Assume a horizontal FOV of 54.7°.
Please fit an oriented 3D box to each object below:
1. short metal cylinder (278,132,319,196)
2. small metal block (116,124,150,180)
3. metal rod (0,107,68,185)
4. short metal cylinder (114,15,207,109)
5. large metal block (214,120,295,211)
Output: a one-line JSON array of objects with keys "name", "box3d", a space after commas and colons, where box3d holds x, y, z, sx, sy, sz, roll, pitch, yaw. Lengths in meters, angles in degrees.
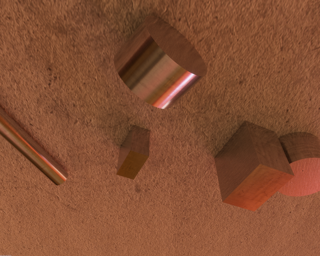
[{"name": "short metal cylinder", "box3d": [0.195, 0.052, 0.437, 0.081, 0.050, 0.079, 0, 130, 0]}, {"name": "small metal block", "box3d": [-0.036, 0.032, 0.418, 0.025, 0.050, 0.050, 20, 127, -17]}, {"name": "metal rod", "box3d": [-0.215, -0.025, 0.383, 0.025, 0.025, 0.299, -20, 128, 16]}, {"name": "short metal cylinder", "box3d": [0.001, -0.066, 0.315, 0.080, 0.080, 0.050, 32, 123, -24]}, {"name": "large metal block", "box3d": [0.121, 0.051, 0.415, 0.050, 0.080, 0.079, 20, 127, -16]}]
